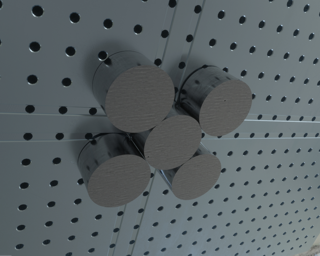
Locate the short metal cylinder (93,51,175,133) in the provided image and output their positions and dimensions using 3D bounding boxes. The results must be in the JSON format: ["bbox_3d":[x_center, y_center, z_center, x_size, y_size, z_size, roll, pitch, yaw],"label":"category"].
[{"bbox_3d":[-0.030,-0.041,0.353,0.081,0.050,0.079,-14,125,-21],"label":"short metal cylinder"}]

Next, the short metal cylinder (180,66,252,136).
[{"bbox_3d":[0.074,-0.036,0.413,0.081,0.050,0.079,-14,125,-21],"label":"short metal cylinder"}]

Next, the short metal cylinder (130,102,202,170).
[{"bbox_3d":[0.007,0.007,0.404,0.081,0.050,0.079,-14,125,-21],"label":"short metal cylinder"}]

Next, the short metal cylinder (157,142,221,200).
[{"bbox_3d":[0.042,0.058,0.455,0.081,0.050,0.079,-14,125,-21],"label":"short metal cylinder"}]

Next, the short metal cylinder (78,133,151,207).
[{"bbox_3d":[-0.059,0.054,0.396,0.081,0.050,0.079,-14,125,-21],"label":"short metal cylinder"}]
